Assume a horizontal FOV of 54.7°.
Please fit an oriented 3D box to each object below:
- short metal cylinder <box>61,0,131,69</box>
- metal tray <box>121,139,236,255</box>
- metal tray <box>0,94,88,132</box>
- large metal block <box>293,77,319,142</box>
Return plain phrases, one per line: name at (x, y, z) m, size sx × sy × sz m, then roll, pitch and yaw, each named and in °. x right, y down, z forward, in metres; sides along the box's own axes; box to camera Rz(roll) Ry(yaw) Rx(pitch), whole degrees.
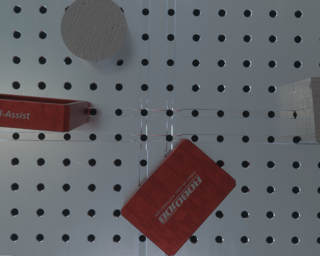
short metal cylinder at (-0.080, -0.121, 0.400) m, size 0.081 × 0.050 × 0.079 m, roll 0°, pitch 90°, yaw 0°
metal tray at (0.024, 0.089, 0.411) m, size 0.090 × 0.030 × 0.130 m, roll 42°, pitch 90°, yaw 0°
metal tray at (-0.163, -0.021, 0.377) m, size 0.131 × 0.090 × 0.030 m, roll 5°, pitch 98°, yaw 0°
large metal block at (0.227, -0.025, 0.403) m, size 0.081 × 0.050 × 0.080 m, roll -5°, pitch 90°, yaw 0°
